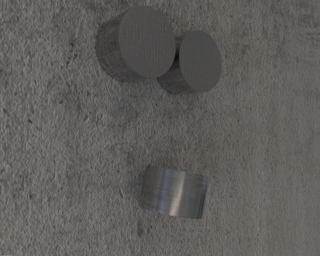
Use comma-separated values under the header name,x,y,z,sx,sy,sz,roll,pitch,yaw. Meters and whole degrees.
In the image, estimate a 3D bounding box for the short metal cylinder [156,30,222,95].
name,x,y,z,sx,sy,sz,roll,pitch,yaw
short metal cylinder,0.038,-0.086,0.420,0.081,0.050,0.080,0,90,-40

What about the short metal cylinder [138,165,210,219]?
name,x,y,z,sx,sy,sz,roll,pitch,yaw
short metal cylinder,0.017,0.078,0.383,0.080,0.080,0.050,18,79,-39

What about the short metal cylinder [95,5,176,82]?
name,x,y,z,sx,sy,sz,roll,pitch,yaw
short metal cylinder,-0.028,-0.096,0.364,0.081,0.050,0.080,0,90,-40
